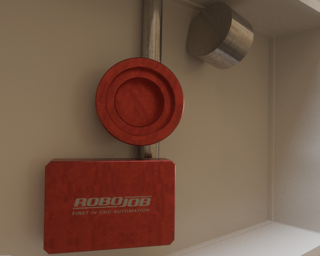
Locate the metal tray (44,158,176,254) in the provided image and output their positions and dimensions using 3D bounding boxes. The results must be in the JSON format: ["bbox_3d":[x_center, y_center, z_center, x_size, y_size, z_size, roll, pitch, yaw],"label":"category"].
[{"bbox_3d":[-0.051,0.078,0.327,0.131,0.030,0.089,1,89,-14],"label":"metal tray"}]

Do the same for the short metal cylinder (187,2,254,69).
[{"bbox_3d":[0.085,-0.131,0.444,0.050,0.080,0.080,18,79,-39],"label":"short metal cylinder"}]

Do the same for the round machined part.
[{"bbox_3d":[-0.025,-0.029,0.360,0.099,0.042,0.097,0,89,-14],"label":"round machined part"}]

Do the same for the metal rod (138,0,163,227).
[{"bbox_3d":[-0.012,-0.021,0.398,0.025,0.025,0.298,2,89,-40],"label":"metal rod"}]

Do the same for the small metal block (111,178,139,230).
[{"bbox_3d":[-0.042,0.084,0.353,0.025,0.050,0.050,5,86,-12],"label":"small metal block"}]
